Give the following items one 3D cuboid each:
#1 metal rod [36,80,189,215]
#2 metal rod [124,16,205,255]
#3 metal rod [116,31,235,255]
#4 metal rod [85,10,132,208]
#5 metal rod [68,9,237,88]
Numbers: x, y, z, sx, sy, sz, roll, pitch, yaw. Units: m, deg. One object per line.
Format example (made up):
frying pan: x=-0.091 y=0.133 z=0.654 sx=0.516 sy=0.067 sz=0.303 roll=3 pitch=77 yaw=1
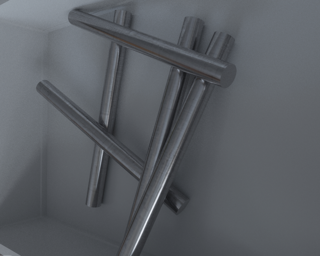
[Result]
metal rod: x=-0.081 y=0.015 z=0.444 sx=0.300 sy=0.025 sz=0.025 roll=37 pitch=113 yaw=24
metal rod: x=0.002 y=0.014 z=0.377 sx=0.025 sy=0.025 sz=0.298 roll=17 pitch=92 yaw=39
metal rod: x=0.012 y=0.034 z=0.351 sx=0.025 sy=0.025 sz=0.299 roll=25 pitch=92 yaw=37
metal rod: x=-0.080 y=-0.023 z=0.472 sx=0.025 sy=0.025 sz=0.298 roll=17 pitch=101 yaw=39
metal rod: x=-0.033 y=-0.113 z=0.396 sx=0.300 sy=0.025 sz=0.025 roll=32 pitch=110 yaw=38
